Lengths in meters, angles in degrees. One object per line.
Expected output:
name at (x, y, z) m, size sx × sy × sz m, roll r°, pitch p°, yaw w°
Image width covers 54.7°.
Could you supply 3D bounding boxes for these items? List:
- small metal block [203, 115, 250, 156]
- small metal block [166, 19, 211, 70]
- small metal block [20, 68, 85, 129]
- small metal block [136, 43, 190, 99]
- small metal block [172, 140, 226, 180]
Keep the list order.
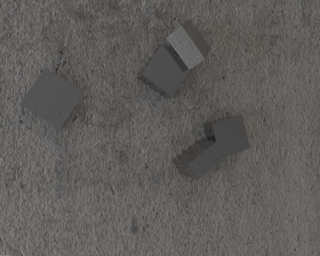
small metal block at (0.095, 0.012, 0.444) m, size 0.050 × 0.025 × 0.050 m, roll -16°, pitch 96°, yaw -19°
small metal block at (0.039, -0.111, 0.408) m, size 0.050 × 0.025 × 0.050 m, roll 52°, pitch 31°, yaw -13°
small metal block at (-0.125, -0.034, 0.363) m, size 0.050 × 0.025 × 0.050 m, roll 34°, pitch 79°, yaw -17°
small metal block at (0.006, -0.074, 0.411) m, size 0.050 × 0.025 × 0.050 m, roll 35°, pitch 79°, yaw -17°
small metal block at (0.051, 0.041, 0.415) m, size 0.050 × 0.050 × 0.025 m, roll -36°, pitch 102°, yaw -16°
